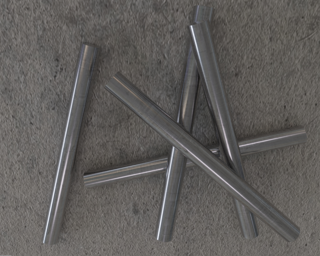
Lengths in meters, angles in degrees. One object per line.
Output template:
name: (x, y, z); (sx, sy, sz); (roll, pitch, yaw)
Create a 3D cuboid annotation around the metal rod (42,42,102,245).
metal rod: (-0.124, 0.034, 0.421); (0.025, 0.025, 0.298); (15, 109, -6)

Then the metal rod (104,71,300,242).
metal rod: (0.058, 0.041, 0.374); (0.300, 0.025, 0.025); (40, 105, -11)

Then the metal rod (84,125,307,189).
metal rod: (0.044, 0.041, 0.425); (0.301, 0.025, 0.025); (-13, 110, 4)

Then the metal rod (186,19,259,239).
metal rod: (0.085, 0.018, 0.388); (0.025, 0.025, 0.298); (-16, 112, 6)

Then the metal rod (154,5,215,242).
metal rod: (0.028, 0.004, 0.390); (0.025, 0.025, 0.298); (8, 102, -3)
